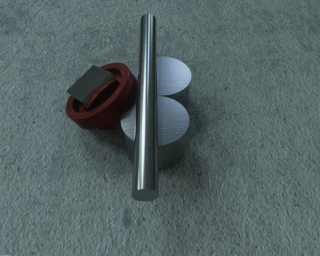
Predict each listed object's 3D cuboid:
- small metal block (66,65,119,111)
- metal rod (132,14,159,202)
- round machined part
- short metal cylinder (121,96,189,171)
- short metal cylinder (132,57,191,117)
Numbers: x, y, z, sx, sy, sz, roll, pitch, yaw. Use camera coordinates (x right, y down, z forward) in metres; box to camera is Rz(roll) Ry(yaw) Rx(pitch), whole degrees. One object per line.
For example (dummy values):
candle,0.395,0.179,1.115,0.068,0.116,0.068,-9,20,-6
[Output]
small metal block,-0.084,-0.049,0.393,0.050,0.025,0.050,-48,41,-11
metal rod,-0.016,-0.052,0.384,0.025,0.025,0.300,-1,50,-1
round machined part,-0.071,-0.036,0.407,0.098,0.042,0.098,-20,44,21
short metal cylinder,-0.006,0.006,0.383,0.081,0.050,0.080,0,49,0
short metal cylinder,0.002,-0.056,0.435,0.081,0.050,0.080,0,50,0
